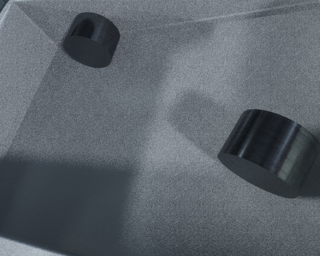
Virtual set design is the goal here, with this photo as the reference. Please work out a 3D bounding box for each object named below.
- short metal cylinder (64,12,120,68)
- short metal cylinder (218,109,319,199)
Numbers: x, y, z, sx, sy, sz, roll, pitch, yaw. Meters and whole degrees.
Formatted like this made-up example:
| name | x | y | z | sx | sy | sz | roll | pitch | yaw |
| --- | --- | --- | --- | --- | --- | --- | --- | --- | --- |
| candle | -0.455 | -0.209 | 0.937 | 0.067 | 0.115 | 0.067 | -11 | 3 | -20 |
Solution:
| name | x | y | z | sx | sy | sz | roll | pitch | yaw |
| --- | --- | --- | --- | --- | --- | --- | --- | --- | --- |
| short metal cylinder | -0.113 | -0.145 | 0.519 | 0.080 | 0.080 | 0.050 | 1 | 62 | 28 |
| short metal cylinder | 0.104 | 0.025 | 0.300 | 0.080 | 0.080 | 0.050 | 23 | 75 | 36 |
